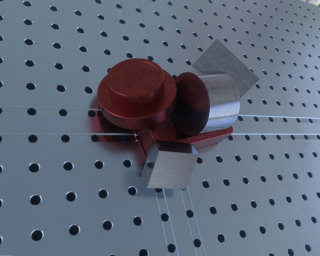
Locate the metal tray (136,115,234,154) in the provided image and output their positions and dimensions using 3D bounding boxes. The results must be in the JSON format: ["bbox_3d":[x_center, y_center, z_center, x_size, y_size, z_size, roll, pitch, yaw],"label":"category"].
[{"bbox_3d":[0.029,-0.014,0.427,0.131,0.030,0.090,-12,68,-33],"label":"metal tray"}]

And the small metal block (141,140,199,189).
[{"bbox_3d":[0.011,0.044,0.364,0.050,0.050,0.025,7,24,-24],"label":"small metal block"}]

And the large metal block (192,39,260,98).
[{"bbox_3d":[0.098,-0.083,0.466,0.080,0.050,0.080,44,15,1],"label":"large metal block"}]

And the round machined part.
[{"bbox_3d":[-0.029,-0.049,0.383,0.099,0.042,0.098,-1,51,1],"label":"round machined part"}]

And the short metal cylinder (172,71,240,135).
[{"bbox_3d":[0.056,-0.033,0.403,0.050,0.080,0.080,-9,67,-33],"label":"short metal cylinder"}]
